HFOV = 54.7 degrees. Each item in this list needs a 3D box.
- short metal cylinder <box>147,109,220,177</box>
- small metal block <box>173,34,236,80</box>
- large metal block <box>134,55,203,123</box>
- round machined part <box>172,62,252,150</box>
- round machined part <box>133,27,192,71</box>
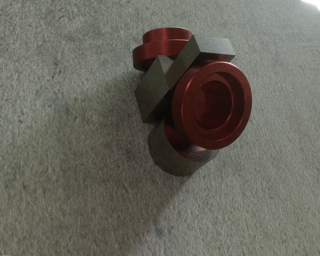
[{"bbox_3d":[0.030,0.017,0.398,0.081,0.050,0.080,14,56,-21],"label":"short metal cylinder"},{"bbox_3d":[0.051,-0.081,0.364,0.050,0.050,0.025,-3,63,-30],"label":"small metal block"},{"bbox_3d":[0.022,-0.049,0.412,0.081,0.080,0.050,-2,63,-30],"label":"large metal block"},{"bbox_3d":[0.055,-0.027,0.357,0.099,0.042,0.097,-7,103,-28],"label":"round machined part"},{"bbox_3d":[0.011,-0.107,0.426,0.099,0.098,0.042,-2,88,-30],"label":"round machined part"}]
